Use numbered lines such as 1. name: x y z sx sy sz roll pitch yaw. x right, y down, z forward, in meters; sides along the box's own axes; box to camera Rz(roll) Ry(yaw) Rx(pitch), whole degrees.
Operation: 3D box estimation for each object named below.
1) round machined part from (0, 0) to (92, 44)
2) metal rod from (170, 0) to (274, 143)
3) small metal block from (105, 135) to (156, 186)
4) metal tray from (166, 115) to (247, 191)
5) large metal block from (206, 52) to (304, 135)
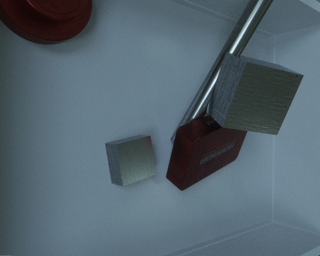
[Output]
1. round machined part: -0.110 -0.135 0.304 0.099 0.042 0.097 -1 91 -40
2. metal rod: 0.095 -0.104 0.392 0.025 0.025 0.298 15 111 -40
3. small metal block: -0.035 0.038 0.379 0.050 0.025 0.050 -14 99 -39
4. metal tray: 0.072 0.025 0.438 0.131 0.030 0.089 -21 135 -38
5. large metal block: 0.115 -0.042 0.385 0.081 0.050 0.079 8 113 -20
